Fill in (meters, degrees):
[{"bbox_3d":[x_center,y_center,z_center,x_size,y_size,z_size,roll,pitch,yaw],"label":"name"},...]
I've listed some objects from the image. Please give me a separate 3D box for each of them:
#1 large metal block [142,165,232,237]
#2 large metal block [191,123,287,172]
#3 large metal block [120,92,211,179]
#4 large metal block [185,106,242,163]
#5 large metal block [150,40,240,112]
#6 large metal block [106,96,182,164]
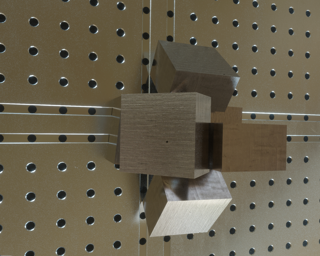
[{"bbox_3d":[0.030,0.091,0.388,0.081,0.050,0.079,2,134,-20],"label":"large metal block"},{"bbox_3d":[0.087,0.020,0.362,0.081,0.080,0.050,2,89,-20],"label":"large metal block"},{"bbox_3d":[0.007,0.006,0.324,0.080,0.050,0.080,1,90,25],"label":"large metal block"},{"bbox_3d":[0.062,0.010,0.421,0.081,0.050,0.080,3,89,-20],"label":"large metal block"},{"bbox_3d":[0.040,-0.066,0.390,0.081,0.080,0.050,2,128,-20],"label":"large metal block"},{"bbox_3d":[-0.019,0.006,0.393,0.081,0.050,0.080,7,88,-20],"label":"large metal block"}]
